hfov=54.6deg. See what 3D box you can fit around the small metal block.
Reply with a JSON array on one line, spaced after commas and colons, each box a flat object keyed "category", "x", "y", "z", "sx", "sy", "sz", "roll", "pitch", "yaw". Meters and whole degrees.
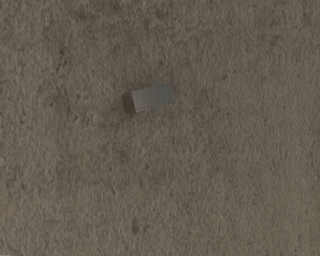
[{"category": "small metal block", "x": -0.016, "y": -0.037, "z": 0.389, "sx": 0.050, "sy": 0.050, "sz": 0.025, "roll": -15, "pitch": 96, "yaw": -19}]
